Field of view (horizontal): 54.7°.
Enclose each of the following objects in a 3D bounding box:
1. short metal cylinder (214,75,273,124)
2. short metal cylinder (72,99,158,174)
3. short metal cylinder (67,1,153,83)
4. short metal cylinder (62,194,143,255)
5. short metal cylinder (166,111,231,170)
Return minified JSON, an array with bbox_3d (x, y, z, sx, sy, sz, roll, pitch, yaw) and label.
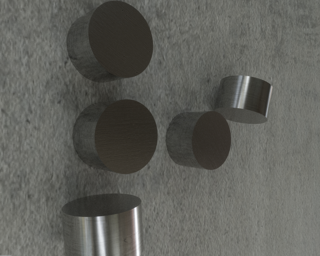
[{"bbox_3d":[0.129,-0.042,0.480,0.080,0.080,0.050,22,76,-38],"label":"short metal cylinder"},{"bbox_3d":[-0.050,0.009,0.349,0.081,0.050,0.079,0,90,-40],"label":"short metal cylinder"},{"bbox_3d":[-0.055,-0.093,0.344,0.081,0.050,0.079,0,90,-40],"label":"short metal cylinder"},{"bbox_3d":[-0.058,0.103,0.322,0.081,0.080,0.050,-5,94,-40],"label":"short metal cylinder"},{"bbox_3d":[0.055,0.017,0.437,0.081,0.050,0.079,0,90,-40],"label":"short metal cylinder"}]
